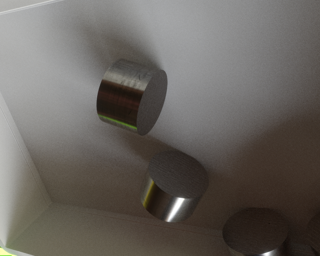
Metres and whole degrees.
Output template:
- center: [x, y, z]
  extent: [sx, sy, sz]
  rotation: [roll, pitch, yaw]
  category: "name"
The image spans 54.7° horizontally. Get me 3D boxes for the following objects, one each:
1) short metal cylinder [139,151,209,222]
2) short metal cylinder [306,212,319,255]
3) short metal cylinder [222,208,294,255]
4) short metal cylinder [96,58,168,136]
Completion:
- center: [0.018, 0.076, 0.409]
  extent: [0.080, 0.080, 0.050]
  rotation: [28, 128, 10]
  category: "short metal cylinder"
- center: [0.212, 0.132, 0.343]
  extent: [0.080, 0.080, 0.050]
  rotation: [-16, 110, 34]
  category: "short metal cylinder"
- center: [0.126, 0.149, 0.398]
  extent: [0.080, 0.080, 0.050]
  rotation: [-6, 116, 30]
  category: "short metal cylinder"
- center: [-0.031, -0.036, 0.365]
  extent: [0.050, 0.080, 0.079]
  rotation: [20, 126, 16]
  category: "short metal cylinder"
